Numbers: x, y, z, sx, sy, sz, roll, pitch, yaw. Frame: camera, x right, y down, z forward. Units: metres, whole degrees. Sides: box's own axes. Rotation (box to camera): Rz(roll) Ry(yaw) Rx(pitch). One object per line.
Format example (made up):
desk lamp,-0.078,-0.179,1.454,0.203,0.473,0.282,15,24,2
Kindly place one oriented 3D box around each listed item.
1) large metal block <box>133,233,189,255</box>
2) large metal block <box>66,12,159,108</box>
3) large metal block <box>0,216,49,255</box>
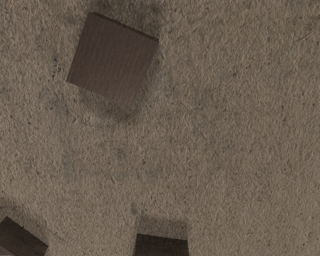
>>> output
large metal block,-0.003,0.217,0.476,0.081,0.050,0.079,10,110,-4
large metal block,-0.054,-0.081,0.366,0.080,0.050,0.079,21,109,-8
large metal block,-0.233,0.195,0.465,0.080,0.050,0.080,-42,105,13
